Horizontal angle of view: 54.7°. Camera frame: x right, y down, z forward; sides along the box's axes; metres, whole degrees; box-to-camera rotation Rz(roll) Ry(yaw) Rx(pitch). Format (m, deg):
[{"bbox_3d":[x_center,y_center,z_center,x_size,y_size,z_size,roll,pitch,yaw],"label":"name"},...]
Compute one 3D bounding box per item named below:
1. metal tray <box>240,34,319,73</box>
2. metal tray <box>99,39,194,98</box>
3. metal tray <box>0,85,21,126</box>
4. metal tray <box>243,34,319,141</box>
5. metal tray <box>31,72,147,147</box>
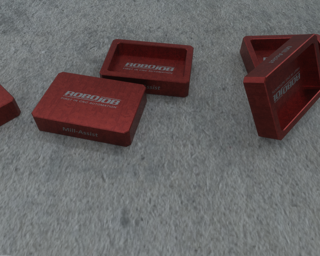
[{"bbox_3d":[0.204,-0.111,0.495,0.131,0.030,0.090,-2,50,-3],"label":"metal tray"},{"bbox_3d":[-0.017,-0.095,0.478,0.131,0.030,0.090,7,50,5],"label":"metal tray"},{"bbox_3d":[-0.270,-0.018,0.412,0.090,0.030,0.131,37,59,26],"label":"metal tray"},{"bbox_3d":[0.168,-0.056,0.408,0.131,0.090,0.030,-39,29,-28],"label":"metal tray"},{"bbox_3d":[-0.092,-0.029,0.423,0.131,0.030,0.090,10,51,8],"label":"metal tray"}]
